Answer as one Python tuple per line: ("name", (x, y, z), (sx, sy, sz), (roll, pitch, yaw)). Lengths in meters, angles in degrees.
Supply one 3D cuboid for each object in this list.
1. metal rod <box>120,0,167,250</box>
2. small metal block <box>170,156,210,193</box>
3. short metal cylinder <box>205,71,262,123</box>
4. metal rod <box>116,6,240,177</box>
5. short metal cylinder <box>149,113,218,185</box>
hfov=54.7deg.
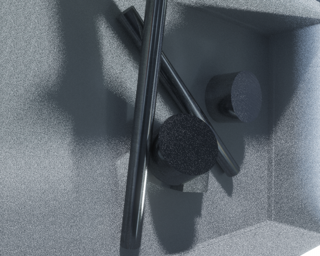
("metal rod", (-0.020, -0.005, 0.372), (0.025, 0.025, 0.298), (4, 93, -40))
("small metal block", (0.045, 0.066, 0.447), (0.050, 0.025, 0.050), (12, 83, -40))
("short metal cylinder", (0.117, -0.048, 0.491), (0.081, 0.050, 0.079), (0, 90, -40))
("metal rod", (0.039, -0.034, 0.441), (0.300, 0.025, 0.025), (52, 59, -27))
("short metal cylinder", (0.026, 0.028, 0.394), (0.081, 0.050, 0.080), (10, 63, -20))
